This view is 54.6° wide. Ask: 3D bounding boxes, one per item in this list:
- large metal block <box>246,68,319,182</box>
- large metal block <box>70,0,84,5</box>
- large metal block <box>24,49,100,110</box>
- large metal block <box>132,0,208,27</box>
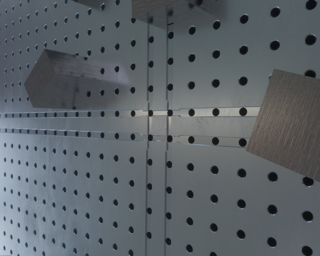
[{"bbox_3d":[0.137,-0.003,0.281,0.080,0.050,0.080,25,106,37],"label":"large metal block"},{"bbox_3d":[-0.156,-0.270,0.524,0.080,0.050,0.080,44,117,31],"label":"large metal block"},{"bbox_3d":[-0.161,-0.076,0.508,0.080,0.081,0.050,-44,64,31],"label":"large metal block"},{"bbox_3d":[0.011,-0.180,0.385,0.080,0.050,0.080,-1,89,40],"label":"large metal block"}]
